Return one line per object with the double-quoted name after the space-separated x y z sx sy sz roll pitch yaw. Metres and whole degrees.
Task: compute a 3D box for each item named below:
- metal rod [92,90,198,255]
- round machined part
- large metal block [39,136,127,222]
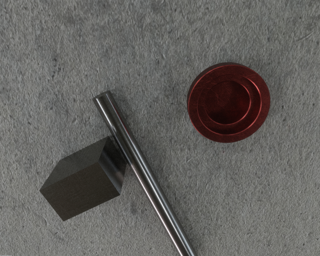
-0.012 0.085 0.440 0.025 0.025 0.299 -24 109 8 "metal rod"
0.083 -0.034 0.390 0.099 0.042 0.097 0 110 -1 "round machined part"
-0.094 0.063 0.402 0.080 0.080 0.050 -26 108 9 "large metal block"
